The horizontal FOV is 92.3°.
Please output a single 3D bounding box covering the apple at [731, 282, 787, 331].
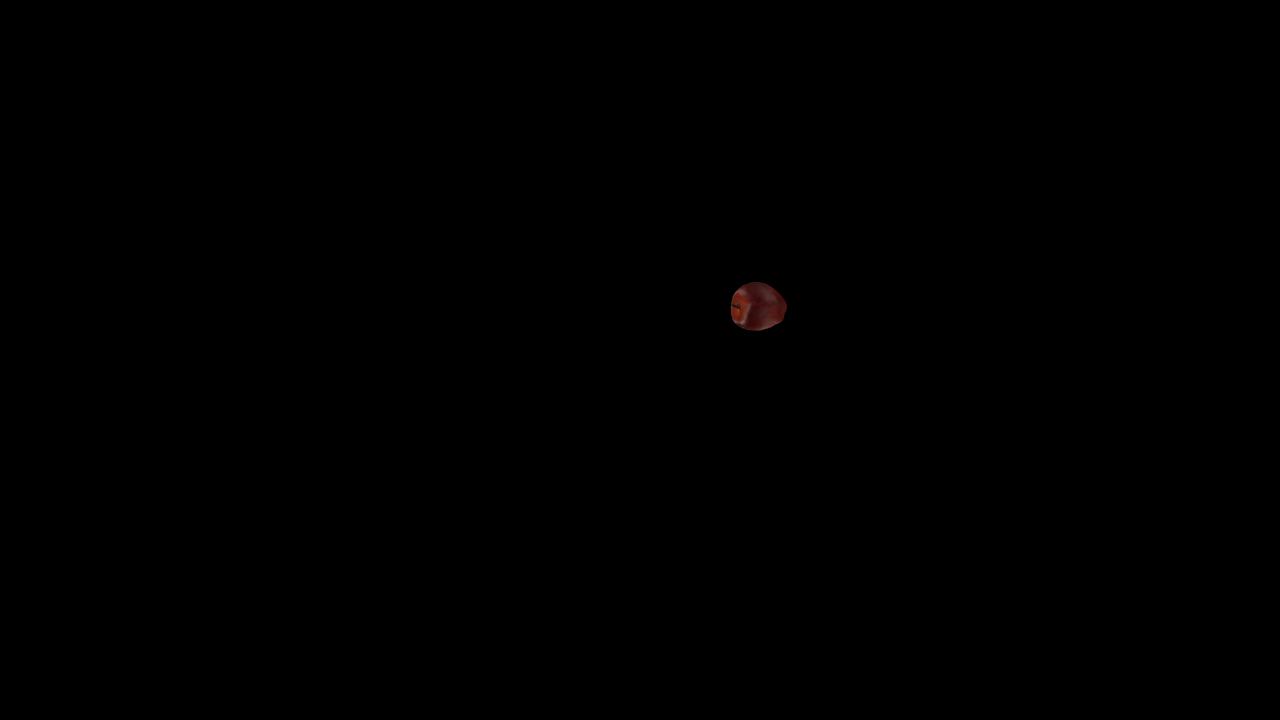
[{"bbox_3d":[0.189,-0.085,0.989,0.093,0.079,0.079,0,0,-23],"label":"apple"}]
